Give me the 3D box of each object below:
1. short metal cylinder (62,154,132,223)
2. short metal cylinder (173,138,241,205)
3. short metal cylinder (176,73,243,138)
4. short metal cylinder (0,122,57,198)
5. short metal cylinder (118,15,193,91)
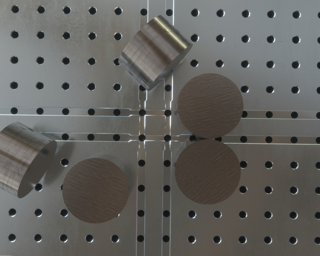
[{"bbox_3d":[-0.078,0.076,0.400,0.081,0.050,0.079,0,90,-1],"label":"short metal cylinder"},{"bbox_3d":[0.058,0.053,0.402,0.081,0.050,0.079,0,90,-1],"label":"short metal cylinder"},{"bbox_3d":[0.061,-0.027,0.402,0.081,0.050,0.079,0,90,-1],"label":"short metal cylinder"},{"bbox_3d":[-0.173,0.039,0.384,0.050,0.080,0.080,28,90,-1],"label":"short metal cylinder"},{"bbox_3d":[-0.005,-0.092,0.386,0.050,0.080,0.080,45,90,-1],"label":"short metal cylinder"}]
